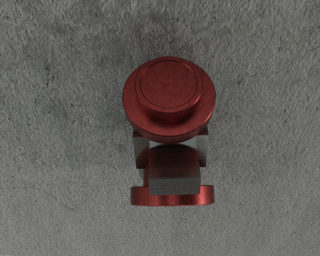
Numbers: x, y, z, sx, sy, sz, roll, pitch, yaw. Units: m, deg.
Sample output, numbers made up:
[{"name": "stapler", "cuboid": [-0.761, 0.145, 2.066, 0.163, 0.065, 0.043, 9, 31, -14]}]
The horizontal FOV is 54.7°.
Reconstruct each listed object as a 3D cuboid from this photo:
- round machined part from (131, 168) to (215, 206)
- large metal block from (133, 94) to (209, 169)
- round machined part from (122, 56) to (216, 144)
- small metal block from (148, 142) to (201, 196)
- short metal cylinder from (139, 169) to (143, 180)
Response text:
[{"name": "round machined part", "cuboid": [0.014, 0.069, 0.370, 0.099, 0.042, 0.098, -1, 169, 0]}, {"name": "large metal block", "cuboid": [0.012, 0.002, 0.373, 0.081, 0.080, 0.050, -2, 130, 1]}, {"name": "round machined part", "cuboid": [0.009, -0.036, 0.325, 0.099, 0.098, 0.042, -2, 155, 1]}, {"name": "small metal block", "cuboid": [0.014, 0.042, 0.322, 0.050, 0.050, 0.025, -2, 130, 1]}, {"name": "short metal cylinder", "cuboid": [0.012, 0.041, 0.428, 0.081, 0.050, 0.079, 0, 130, 0]}]
